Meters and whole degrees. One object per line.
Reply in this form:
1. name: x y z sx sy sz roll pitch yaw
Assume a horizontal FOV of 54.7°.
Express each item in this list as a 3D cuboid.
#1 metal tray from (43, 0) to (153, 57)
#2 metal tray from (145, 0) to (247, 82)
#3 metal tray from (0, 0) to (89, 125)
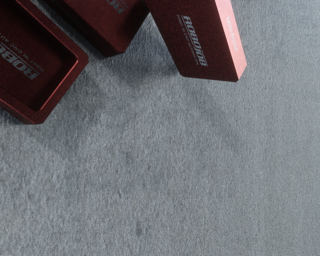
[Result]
1. metal tray: -0.074 -0.154 0.340 0.130 0.030 0.090 41 65 -33
2. metal tray: 0.048 -0.116 0.382 0.030 0.090 0.130 -59 140 -24
3. metal tray: -0.142 -0.074 0.283 0.130 0.030 0.090 43 64 -32
